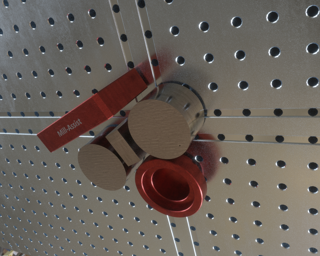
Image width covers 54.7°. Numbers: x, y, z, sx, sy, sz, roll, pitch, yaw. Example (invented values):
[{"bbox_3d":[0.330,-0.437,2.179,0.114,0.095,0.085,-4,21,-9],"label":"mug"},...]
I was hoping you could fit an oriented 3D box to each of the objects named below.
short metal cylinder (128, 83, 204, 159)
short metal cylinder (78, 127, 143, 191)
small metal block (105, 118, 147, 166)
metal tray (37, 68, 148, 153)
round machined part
[{"bbox_3d":[0.008,-0.009,0.380,0.080,0.050,0.079,13,124,21],"label":"short metal cylinder"},{"bbox_3d":[-0.072,0.045,0.456,0.080,0.050,0.079,13,124,21],"label":"short metal cylinder"},{"bbox_3d":[-0.037,0.015,0.418,0.025,0.050,0.050,-28,103,37],"label":"small metal block"},{"bbox_3d":[-0.087,-0.022,0.396,0.130,0.090,0.030,-26,104,37],"label":"metal tray"},{"bbox_3d":[0.019,0.073,0.430,0.098,0.042,0.097,13,124,21],"label":"round machined part"}]
